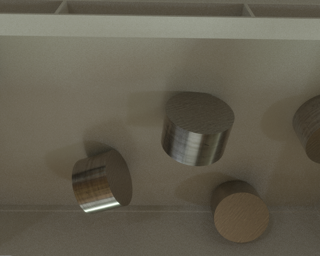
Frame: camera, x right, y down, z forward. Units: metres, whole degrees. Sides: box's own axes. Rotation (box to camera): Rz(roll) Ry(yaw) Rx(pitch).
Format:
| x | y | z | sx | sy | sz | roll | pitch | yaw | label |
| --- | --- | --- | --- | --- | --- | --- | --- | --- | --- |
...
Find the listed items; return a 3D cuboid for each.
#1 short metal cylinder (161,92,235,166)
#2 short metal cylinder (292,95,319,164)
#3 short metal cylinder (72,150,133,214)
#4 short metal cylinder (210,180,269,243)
| x | y | z | sx | sy | sz | roll | pitch | yaw | label |
| --- | --- | --- | --- | --- | --- | --- | --- | --- | --- |
| 0.044 | 0.000 | 0.373 | 0.081 | 0.080 | 0.050 | 4 | 130 | -4 | short metal cylinder |
| 0.219 | 0.001 | 0.396 | 0.081 | 0.050 | 0.079 | 0 | 130 | 0 | short metal cylinder |
| -0.079 | 0.076 | 0.437 | 0.050 | 0.080 | 0.080 | -17 | 128 | 14 | short metal cylinder |
| 0.121 | 0.128 | 0.481 | 0.080 | 0.050 | 0.079 | 0 | 101 | 2 | short metal cylinder |
